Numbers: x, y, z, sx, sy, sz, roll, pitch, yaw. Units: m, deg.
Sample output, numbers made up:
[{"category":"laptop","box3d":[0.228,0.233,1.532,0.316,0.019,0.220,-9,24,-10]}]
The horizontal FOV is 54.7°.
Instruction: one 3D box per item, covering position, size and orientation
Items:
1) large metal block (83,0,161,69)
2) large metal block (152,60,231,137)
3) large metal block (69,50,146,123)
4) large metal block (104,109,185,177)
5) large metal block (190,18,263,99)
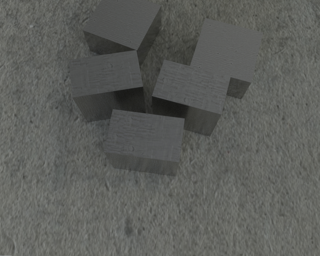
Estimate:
[{"category":"large metal block","box3d":[-0.051,-0.143,0.446,0.080,0.050,0.080,22,71,7]},{"category":"large metal block","box3d":[0.036,-0.035,0.392,0.080,0.080,0.050,15,71,5]},{"category":"large metal block","box3d":[-0.063,-0.050,0.397,0.081,0.080,0.050,-10,71,-4]},{"category":"large metal block","box3d":[-0.016,0.021,0.371,0.080,0.080,0.050,7,70,2]},{"category":"large metal block","box3d":[0.089,-0.096,0.431,0.080,0.050,0.080,16,71,5]}]
